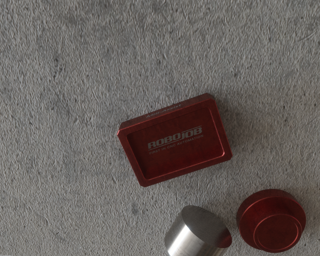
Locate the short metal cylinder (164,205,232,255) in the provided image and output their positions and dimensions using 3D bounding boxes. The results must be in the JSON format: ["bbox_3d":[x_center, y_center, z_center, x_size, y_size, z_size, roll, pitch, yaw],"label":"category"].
[{"bbox_3d":[0.054,0.156,0.439,0.080,0.080,0.050,26,108,-9],"label":"short metal cylinder"}]

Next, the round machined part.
[{"bbox_3d":[0.166,0.143,0.455,0.099,0.042,0.097,0,110,0],"label":"round machined part"}]

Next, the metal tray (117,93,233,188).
[{"bbox_3d":[0.020,0.017,0.413,0.130,0.030,0.090,-19,109,6],"label":"metal tray"}]
